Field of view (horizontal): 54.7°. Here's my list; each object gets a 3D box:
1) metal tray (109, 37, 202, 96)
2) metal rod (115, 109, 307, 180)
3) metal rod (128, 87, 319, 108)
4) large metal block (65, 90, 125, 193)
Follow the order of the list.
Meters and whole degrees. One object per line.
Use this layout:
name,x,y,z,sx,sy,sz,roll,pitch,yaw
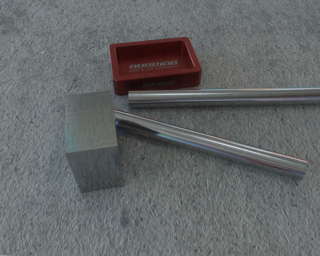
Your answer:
metal tray,-0.010,-0.099,0.482,0.131,0.030,0.090,-8,51,-7
metal rod,0.026,0.011,0.394,0.301,0.025,0.025,15,52,12
metal rod,0.107,-0.044,0.441,0.302,0.025,0.025,-1,50,-2
large metal block,-0.073,0.016,0.353,0.050,0.080,0.080,-8,51,-7
